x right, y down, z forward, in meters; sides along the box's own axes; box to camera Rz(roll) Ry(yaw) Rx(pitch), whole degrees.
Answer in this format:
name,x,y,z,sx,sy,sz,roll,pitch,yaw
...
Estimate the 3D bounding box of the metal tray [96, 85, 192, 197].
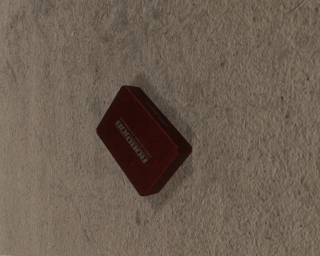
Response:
name,x,y,z,sx,sy,sz,roll,pitch,yaw
metal tray,-0.027,0.015,0.422,0.130,0.030,0.089,50,119,28
